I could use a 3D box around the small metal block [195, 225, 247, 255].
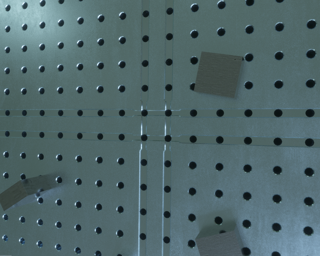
[{"bbox_3d":[0.078,0.153,0.385,0.050,0.025,0.050,-20,84,18],"label":"small metal block"}]

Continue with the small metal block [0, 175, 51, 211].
[{"bbox_3d":[-0.205,0.098,0.470,0.050,0.050,0.025,-33,80,17],"label":"small metal block"}]

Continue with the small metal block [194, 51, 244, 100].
[{"bbox_3d":[0.074,-0.065,0.386,0.050,0.025,0.050,12,94,19],"label":"small metal block"}]
